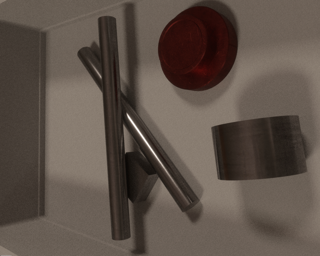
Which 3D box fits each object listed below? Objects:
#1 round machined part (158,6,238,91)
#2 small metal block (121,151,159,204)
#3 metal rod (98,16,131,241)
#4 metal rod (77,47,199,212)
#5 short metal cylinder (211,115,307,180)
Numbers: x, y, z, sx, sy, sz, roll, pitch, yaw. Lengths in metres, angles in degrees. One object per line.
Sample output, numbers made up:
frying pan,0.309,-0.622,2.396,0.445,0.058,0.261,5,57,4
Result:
round machined part,0.037,-0.094,0.364,0.098,0.042,0.097,0,90,39
small metal block,-0.033,0.068,0.432,0.050,0.025,0.050,41,115,32
metal rod,-0.063,-0.002,0.422,0.025,0.025,0.298,-6,86,39
metal rod,-0.043,-0.014,0.439,0.025,0.025,0.300,-51,61,27
short metal cylinder,0.092,0.019,0.294,0.080,0.081,0.050,-11,83,39
